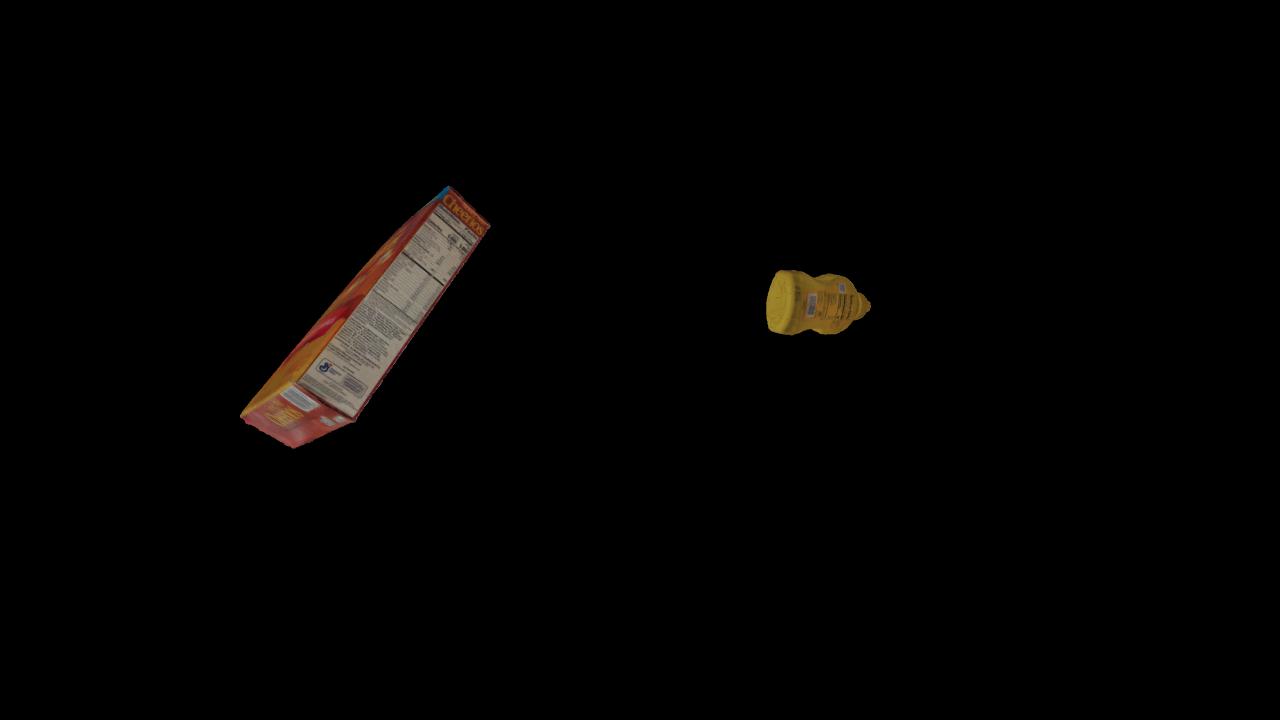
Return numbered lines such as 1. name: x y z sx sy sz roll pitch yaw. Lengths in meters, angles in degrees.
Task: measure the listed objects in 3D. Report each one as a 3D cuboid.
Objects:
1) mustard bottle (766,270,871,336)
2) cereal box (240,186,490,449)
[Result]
1. mustard bottle: 0.271 -0.081 0.902 0.184 0.092 0.054 -1 7 -30
2. cereal box: -0.320 -0.052 0.731 0.203 0.306 0.081 -18 -50 44
